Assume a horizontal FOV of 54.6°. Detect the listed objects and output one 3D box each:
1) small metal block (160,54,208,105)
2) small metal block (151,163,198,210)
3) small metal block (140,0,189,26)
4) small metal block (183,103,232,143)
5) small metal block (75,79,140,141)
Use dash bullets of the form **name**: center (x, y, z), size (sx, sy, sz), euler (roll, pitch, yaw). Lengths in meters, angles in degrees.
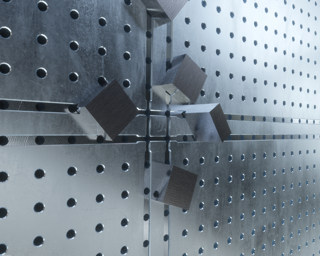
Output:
- **small metal block**: center (0.035, -0.067, 0.437), size (0.050, 0.025, 0.050), euler (38, 67, -34)
- **small metal block**: center (0.021, 0.081, 0.425), size (0.050, 0.025, 0.050), euler (27, 73, -37)
- **small metal block**: center (0.005, -0.174, 0.412), size (0.050, 0.025, 0.050), euler (48, 62, -29)
- **small metal block**: center (0.068, -0.007, 0.449), size (0.025, 0.050, 0.050), euler (-40, 114, -33)
- **small metal block**: center (-0.060, -0.021, 0.358), size (0.050, 0.025, 0.050), euler (-50, 120, -28)
